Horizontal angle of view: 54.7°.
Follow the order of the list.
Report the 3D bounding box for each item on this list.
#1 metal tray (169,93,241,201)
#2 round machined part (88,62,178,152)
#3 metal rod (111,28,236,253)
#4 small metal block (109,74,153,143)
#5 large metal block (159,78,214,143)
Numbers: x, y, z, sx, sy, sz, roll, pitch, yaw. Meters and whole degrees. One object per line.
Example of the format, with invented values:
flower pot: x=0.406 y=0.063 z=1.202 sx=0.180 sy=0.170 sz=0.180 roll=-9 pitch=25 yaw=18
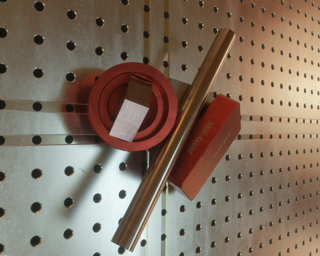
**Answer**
metal tray: x=0.061 y=0.029 z=0.415 sx=0.130 sy=0.030 sz=0.090 roll=-53 pitch=154 yaw=-11
round machined part: x=-0.033 y=-0.023 z=0.355 sx=0.099 sy=0.042 sz=0.097 roll=-1 pitch=93 yaw=-15
metal rod: x=0.026 y=-0.003 z=0.368 sx=0.025 sy=0.025 sz=0.300 roll=42 pitch=64 yaw=-32
small metal block: x=-0.031 y=-0.022 z=0.332 sx=0.025 sy=0.050 sz=0.050 roll=21 pitch=37 yaw=-13
large metal block: x=0.022 y=-0.015 z=0.413 sx=0.081 sy=0.050 sz=0.080 roll=12 pitch=83 yaw=-40
